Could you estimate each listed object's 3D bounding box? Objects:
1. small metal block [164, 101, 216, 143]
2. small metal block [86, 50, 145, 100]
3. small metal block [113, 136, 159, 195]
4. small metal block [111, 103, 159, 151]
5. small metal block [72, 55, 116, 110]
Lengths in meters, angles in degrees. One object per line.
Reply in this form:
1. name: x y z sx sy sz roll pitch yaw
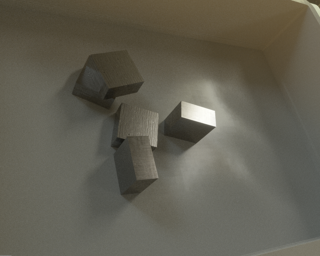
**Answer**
1. small metal block: 0.039 -0.006 0.414 0.050 0.050 0.025 15 56 -20
2. small metal block: -0.056 -0.067 0.384 0.050 0.025 0.050 -18 72 -35
3. small metal block: -0.029 0.042 0.348 0.025 0.050 0.050 0 62 -29
4. small metal block: -0.031 0.002 0.388 0.050 0.025 0.050 16 55 -19
5. small metal block: -0.078 -0.059 0.399 0.050 0.025 0.050 23 53 -14
